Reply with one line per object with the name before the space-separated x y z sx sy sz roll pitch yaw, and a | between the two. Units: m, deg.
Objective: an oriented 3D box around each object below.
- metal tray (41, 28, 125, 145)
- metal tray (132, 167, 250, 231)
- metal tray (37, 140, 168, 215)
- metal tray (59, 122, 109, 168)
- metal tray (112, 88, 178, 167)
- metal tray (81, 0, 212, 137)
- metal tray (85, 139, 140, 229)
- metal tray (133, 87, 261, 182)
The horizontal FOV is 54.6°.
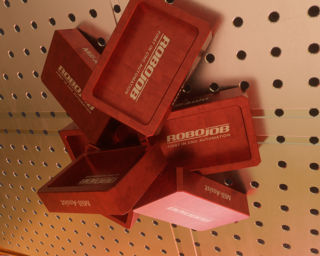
metal tray | -0.099 -0.054 0.406 0.130 0.030 0.090 48 131 14
metal tray | 0.041 0.098 0.404 0.131 0.030 0.090 27 138 -33
metal tray | -0.067 0.057 0.356 0.130 0.090 0.030 -10 113 37
metal tray | -0.094 0.052 0.491 0.090 0.030 0.129 -5 116 29
metal tray | -0.022 0.006 0.423 0.090 0.030 0.129 -6 114 28
metal tray | -0.014 -0.066 0.331 0.090 0.030 0.130 30 95 9
metal tray | -0.066 0.081 0.454 0.090 0.030 0.129 24 127 13
metal tray | 0.045 0.011 0.368 0.130 0.030 0.090 -12 113 14
